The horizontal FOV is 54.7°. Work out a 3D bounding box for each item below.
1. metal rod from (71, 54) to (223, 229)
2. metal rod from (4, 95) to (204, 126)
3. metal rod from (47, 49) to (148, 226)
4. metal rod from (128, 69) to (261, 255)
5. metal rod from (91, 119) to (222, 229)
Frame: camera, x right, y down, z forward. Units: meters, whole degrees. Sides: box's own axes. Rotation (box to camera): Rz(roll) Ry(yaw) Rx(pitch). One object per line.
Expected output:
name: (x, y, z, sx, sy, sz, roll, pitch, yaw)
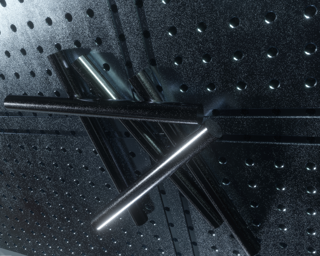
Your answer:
metal rod: (-0.012, 0.023, 0.430, 0.025, 0.025, 0.300, -34, 100, 38)
metal rod: (-0.091, -0.027, 0.408, 0.301, 0.025, 0.025, 5, 121, 25)
metal rod: (-0.087, 0.027, 0.471, 0.025, 0.025, 0.299, -10, 114, 32)
metal rod: (0.052, 0.054, 0.416, 0.025, 0.025, 0.299, -25, 105, 36)
metal rod: (-0.023, 0.081, 0.439, 0.025, 0.025, 0.299, 44, 129, -3)
